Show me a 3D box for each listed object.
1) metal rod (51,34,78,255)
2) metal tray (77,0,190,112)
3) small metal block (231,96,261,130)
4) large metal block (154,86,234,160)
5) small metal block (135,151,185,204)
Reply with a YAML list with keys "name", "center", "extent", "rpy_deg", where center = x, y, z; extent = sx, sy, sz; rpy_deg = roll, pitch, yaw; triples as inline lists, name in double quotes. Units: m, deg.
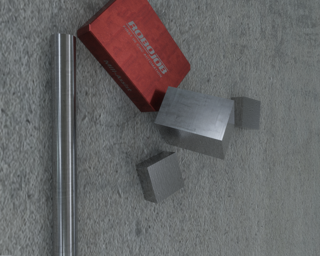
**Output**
- name: "metal rod"
  center: [-0.099, 0.055, 0.322]
  extent: [0.025, 0.025, 0.298]
  rpy_deg: [-1, 91, -40]
- name: "metal tray"
  center: [-0.025, -0.094, 0.382]
  extent: [0.130, 0.030, 0.090]
  rpy_deg: [50, 60, -28]
- name: "small metal block"
  center: [0.146, -0.024, 0.530]
  extent: [0.050, 0.025, 0.050]
  rpy_deg: [8, 85, -40]
- name: "large metal block"
  center: [0.047, -0.004, 0.391]
  extent: [0.080, 0.080, 0.050]
  rpy_deg: [59, 49, -65]
- name: "small metal block"
  center: [0.001, 0.063, 0.408]
  extent: [0.050, 0.025, 0.050]
  rpy_deg: [-24, 106, -38]
